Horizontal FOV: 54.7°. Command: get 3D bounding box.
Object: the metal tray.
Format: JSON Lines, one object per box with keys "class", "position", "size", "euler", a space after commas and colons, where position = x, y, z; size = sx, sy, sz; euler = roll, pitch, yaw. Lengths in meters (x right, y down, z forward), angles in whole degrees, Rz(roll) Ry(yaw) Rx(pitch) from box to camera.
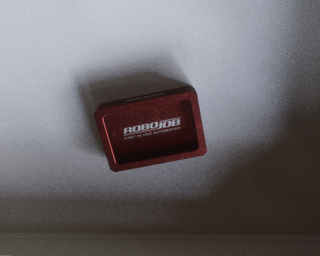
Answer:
{"class": "metal tray", "position": [-0.011, 0.002, 0.409], "size": [0.131, 0.030, 0.089], "euler": [-11, 110, 3]}
